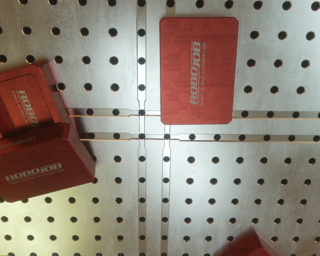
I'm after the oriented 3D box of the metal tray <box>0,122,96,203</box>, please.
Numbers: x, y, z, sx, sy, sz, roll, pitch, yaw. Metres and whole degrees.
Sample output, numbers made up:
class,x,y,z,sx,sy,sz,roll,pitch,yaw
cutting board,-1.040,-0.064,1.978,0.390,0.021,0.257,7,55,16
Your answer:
class,x,y,z,sx,sy,sz,roll,pitch,yaw
metal tray,-0.163,0.049,0.409,0.131,0.030,0.090,-15,132,5

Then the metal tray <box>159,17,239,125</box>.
class,x,y,z,sx,sy,sz,roll,pitch,yaw
metal tray,0.045,-0.070,0.386,0.091,0.030,0.129,-1,110,0

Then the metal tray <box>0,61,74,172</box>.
class,x,y,z,sx,sy,sz,roll,pitch,yaw
metal tray,-0.171,-0.012,0.403,0.090,0.030,0.129,-15,110,5

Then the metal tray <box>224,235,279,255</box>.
class,x,y,z,sx,sy,sz,roll,pitch,yaw
metal tray,0.163,0.244,0.503,0.090,0.030,0.130,-42,105,13
